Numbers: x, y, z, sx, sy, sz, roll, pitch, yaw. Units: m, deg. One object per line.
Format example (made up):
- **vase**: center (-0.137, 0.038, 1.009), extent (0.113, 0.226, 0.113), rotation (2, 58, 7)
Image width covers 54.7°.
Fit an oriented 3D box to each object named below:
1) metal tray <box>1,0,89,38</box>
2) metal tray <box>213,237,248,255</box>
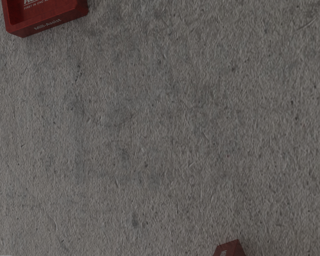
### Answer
- **metal tray**: center (-0.178, -0.200, 0.468), extent (0.130, 0.030, 0.089), rotation (-11, 86, 19)
- **metal tray**: center (0.086, 0.185, 0.336), extent (0.030, 0.130, 0.090), rotation (-27, 81, 17)
